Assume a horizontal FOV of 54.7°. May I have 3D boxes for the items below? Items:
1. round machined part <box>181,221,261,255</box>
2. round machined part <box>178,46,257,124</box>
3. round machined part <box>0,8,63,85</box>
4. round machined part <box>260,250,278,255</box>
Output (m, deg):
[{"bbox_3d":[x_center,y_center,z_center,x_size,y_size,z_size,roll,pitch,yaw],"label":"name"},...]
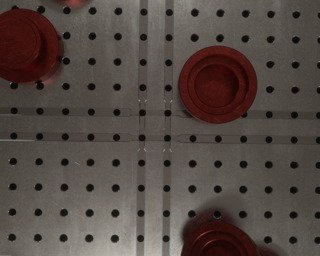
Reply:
[{"bbox_3d":[0.079,0.171,0.391,0.098,0.042,0.098,-12,62,23],"label":"round machined part"},{"bbox_3d":[0.072,-0.054,0.406,0.099,0.042,0.097,0,90,-1],"label":"round machined part"},{"bbox_3d":[-0.181,-0.107,0.402,0.099,0.042,0.097,0,90,-1],"label":"round machined part"},{"bbox_3d":[0.137,0.217,0.407,0.099,0.042,0.097,0,90,-1],"label":"round machined part"}]
